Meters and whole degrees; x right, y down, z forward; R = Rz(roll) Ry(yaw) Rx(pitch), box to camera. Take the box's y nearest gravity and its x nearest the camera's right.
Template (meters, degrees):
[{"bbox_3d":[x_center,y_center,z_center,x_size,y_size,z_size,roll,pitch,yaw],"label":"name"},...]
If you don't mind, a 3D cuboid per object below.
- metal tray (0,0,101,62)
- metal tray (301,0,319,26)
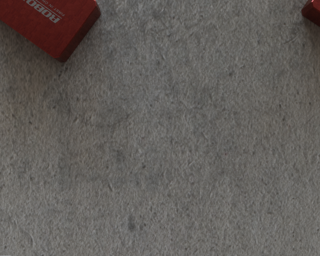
[{"bbox_3d":[-0.157,-0.160,0.405,0.130,0.030,0.090,36,90,-1],"label":"metal tray"},{"bbox_3d":[0.264,-0.186,0.410,0.090,0.030,0.130,34,90,-1],"label":"metal tray"}]
